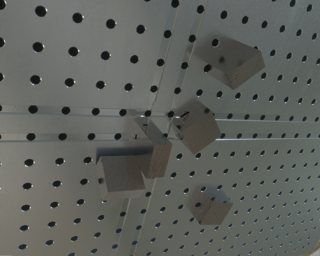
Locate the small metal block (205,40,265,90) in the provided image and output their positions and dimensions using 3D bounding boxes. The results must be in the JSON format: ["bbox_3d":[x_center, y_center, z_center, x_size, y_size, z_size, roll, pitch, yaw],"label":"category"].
[{"bbox_3d":[0.095,-0.081,0.396,0.050,0.050,0.025,-36,129,-4],"label":"small metal block"}]

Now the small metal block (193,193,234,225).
[{"bbox_3d":[0.095,0.144,0.551,0.050,0.025,0.050,12,112,-34],"label":"small metal block"}]

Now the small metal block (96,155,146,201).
[{"bbox_3d":[-0.052,0.064,0.402,0.050,0.050,0.025,2,143,-29],"label":"small metal block"}]

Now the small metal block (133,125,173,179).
[{"bbox_3d":[-0.011,0.031,0.407,0.025,0.050,0.050,-1,119,-28],"label":"small metal block"}]

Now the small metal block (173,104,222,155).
[{"bbox_3d":[0.054,0.002,0.441,0.050,0.025,0.050,-35,129,-6],"label":"small metal block"}]
